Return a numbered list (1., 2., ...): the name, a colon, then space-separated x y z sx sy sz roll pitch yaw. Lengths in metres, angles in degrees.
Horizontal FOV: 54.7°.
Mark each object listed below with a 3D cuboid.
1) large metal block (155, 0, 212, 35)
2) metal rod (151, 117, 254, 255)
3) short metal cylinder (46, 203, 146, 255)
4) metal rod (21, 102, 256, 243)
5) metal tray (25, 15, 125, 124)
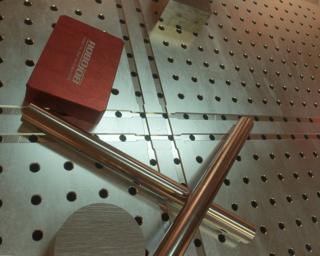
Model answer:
1. large metal block: 0.039 -0.222 0.549 0.081 0.050 0.080 9 58 -24
2. metal rod: 0.062 0.064 0.373 0.025 0.025 0.302 44 42 2
3. short metal cylinder: -0.060 0.116 0.289 0.081 0.050 0.080 14 56 -21
4. metal rod: -0.017 0.057 0.363 0.301 0.025 0.025 30 52 -9
5. metal tray: -0.103 -0.078 0.397 0.091 0.030 0.130 20 54 -17
